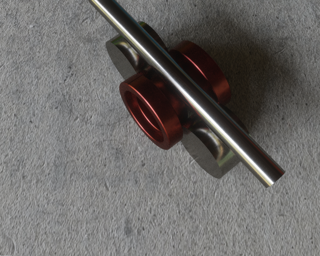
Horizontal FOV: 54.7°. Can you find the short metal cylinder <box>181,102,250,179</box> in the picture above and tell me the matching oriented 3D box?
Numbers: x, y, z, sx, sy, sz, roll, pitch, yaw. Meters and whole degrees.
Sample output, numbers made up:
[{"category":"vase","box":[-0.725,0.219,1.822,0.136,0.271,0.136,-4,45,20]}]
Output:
[{"category":"short metal cylinder","box":[0.065,0.014,0.375,0.050,0.080,0.080,-37,75,-13]}]

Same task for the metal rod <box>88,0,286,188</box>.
[{"category":"metal rod","box":[0.018,-0.056,0.346,0.025,0.025,0.300,-38,75,-13]}]

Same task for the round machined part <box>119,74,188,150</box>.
[{"category":"round machined part","box":[-0.003,-0.025,0.378,0.042,0.098,0.098,-37,74,-16]}]

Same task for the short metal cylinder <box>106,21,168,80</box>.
[{"category":"short metal cylinder","box":[-0.028,-0.094,0.414,0.050,0.080,0.080,-37,75,-13]}]

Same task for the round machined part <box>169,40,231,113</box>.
[{"category":"round machined part","box":[0.040,-0.057,0.392,0.042,0.098,0.098,-39,75,-8]}]
